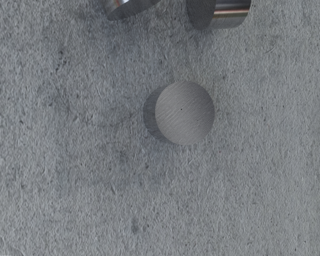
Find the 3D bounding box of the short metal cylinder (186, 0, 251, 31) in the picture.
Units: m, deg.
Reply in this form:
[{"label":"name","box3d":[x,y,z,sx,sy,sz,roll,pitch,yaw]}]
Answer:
[{"label":"short metal cylinder","box3d":[0.075,-0.171,0.407,0.050,0.080,0.080,-10,94,-20]}]

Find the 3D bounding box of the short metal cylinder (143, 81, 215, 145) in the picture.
[{"label":"short metal cylinder","box3d":[0.024,-0.019,0.404,0.081,0.050,0.080,0,90,-20]}]

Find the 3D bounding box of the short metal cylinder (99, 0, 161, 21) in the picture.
[{"label":"short metal cylinder","box3d":[-0.036,-0.168,0.366,0.081,0.080,0.050,-27,99,-18]}]
